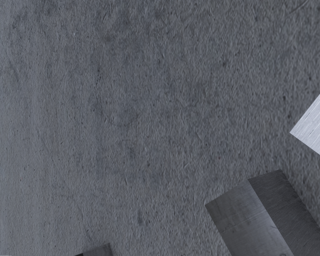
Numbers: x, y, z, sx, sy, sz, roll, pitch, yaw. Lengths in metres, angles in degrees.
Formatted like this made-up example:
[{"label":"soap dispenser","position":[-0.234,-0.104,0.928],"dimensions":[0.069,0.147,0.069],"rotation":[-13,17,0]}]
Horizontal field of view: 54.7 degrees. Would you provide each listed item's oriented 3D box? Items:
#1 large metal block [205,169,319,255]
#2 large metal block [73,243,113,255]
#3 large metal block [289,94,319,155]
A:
[{"label":"large metal block","position":[0.100,0.089,0.286],"dimensions":[0.050,0.081,0.080],"rotation":[-42,65,32]},{"label":"large metal block","position":[-0.110,0.234,0.480],"dimensions":[0.080,0.050,0.080],"rotation":[-32,71,35]},{"label":"large metal block","position":[0.170,-0.004,0.248],"dimensions":[0.080,0.050,0.080],"rotation":[44,117,31]}]
